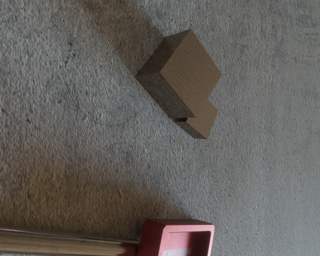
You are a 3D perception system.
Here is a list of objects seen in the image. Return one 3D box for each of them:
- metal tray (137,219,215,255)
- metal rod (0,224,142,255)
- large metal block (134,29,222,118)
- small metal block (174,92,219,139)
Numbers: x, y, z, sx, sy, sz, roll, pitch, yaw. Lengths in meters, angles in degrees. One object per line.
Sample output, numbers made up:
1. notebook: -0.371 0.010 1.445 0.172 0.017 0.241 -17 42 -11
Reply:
1. metal tray: 0.022 0.168 0.405 0.131 0.030 0.090 22 76 -50
2. metal rod: -0.140 0.103 0.288 0.302 0.025 0.025 23 76 -38
3. large metal block: 0.027 -0.070 0.413 0.080 0.050 0.080 48 61 -30
4. small metal block: 0.054 -0.018 0.452 0.050 0.025 0.050 37 67 -34
